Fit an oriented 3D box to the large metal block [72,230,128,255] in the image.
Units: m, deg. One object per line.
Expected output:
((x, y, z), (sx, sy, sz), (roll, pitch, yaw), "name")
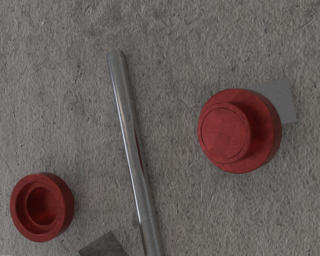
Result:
((-0.098, 0.193, 0.414), (0.080, 0.080, 0.050), (-42, 77, 15), "large metal block")

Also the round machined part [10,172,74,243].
((-0.168, 0.114, 0.459), (0.098, 0.042, 0.097), (0, 90, 20), "round machined part")

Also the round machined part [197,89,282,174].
((0.082, 0.004, 0.352), (0.098, 0.042, 0.097), (6, 99, 43), "round machined part")

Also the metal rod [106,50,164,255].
((-0.033, 0.042, 0.420), (0.025, 0.025, 0.298), (-13, 86, 19), "metal rod")

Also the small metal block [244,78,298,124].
((0.128, -0.027, 0.364), (0.050, 0.025, 0.050), (-12, 86, 19), "small metal block")
